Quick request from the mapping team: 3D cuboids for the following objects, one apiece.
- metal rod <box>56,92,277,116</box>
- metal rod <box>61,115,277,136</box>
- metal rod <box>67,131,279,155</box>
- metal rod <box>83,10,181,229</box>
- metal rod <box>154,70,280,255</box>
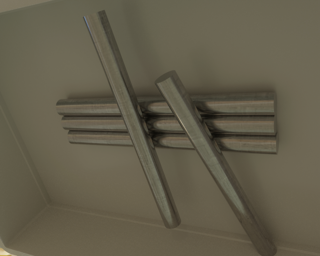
[{"bbox_3d":[-0.012,-0.028,0.395,0.301,0.025,0.025,1,119,27],"label":"metal rod"},{"bbox_3d":[-0.008,-0.007,0.406,0.301,0.025,0.025,1,119,27],"label":"metal rod"},{"bbox_3d":[-0.002,0.015,0.416,0.301,0.025,0.025,1,119,27],"label":"metal rod"},{"bbox_3d":[-0.027,0.007,0.391,0.025,0.025,0.298,-5,116,30],"label":"metal rod"},{"bbox_3d":[0.080,0.063,0.377,0.025,0.025,0.299,-17,117,34],"label":"metal rod"}]
